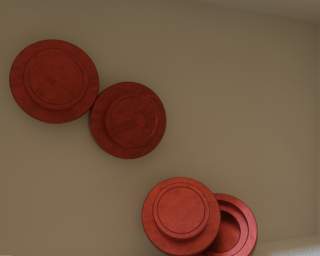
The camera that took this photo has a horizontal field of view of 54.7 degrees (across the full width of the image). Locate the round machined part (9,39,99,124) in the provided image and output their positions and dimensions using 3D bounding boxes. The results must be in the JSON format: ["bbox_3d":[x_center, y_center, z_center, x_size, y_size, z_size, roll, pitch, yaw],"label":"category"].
[{"bbox_3d":[-0.120,-0.054,0.357,0.099,0.042,0.097,0,90,-20],"label":"round machined part"}]

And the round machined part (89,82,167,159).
[{"bbox_3d":[-0.037,-0.009,0.388,0.099,0.042,0.097,0,90,-20],"label":"round machined part"}]

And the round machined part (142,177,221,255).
[{"bbox_3d":[0.026,0.107,0.385,0.099,0.042,0.098,-1,59,2],"label":"round machined part"}]

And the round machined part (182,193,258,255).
[{"bbox_3d":[0.078,0.140,0.411,0.098,0.098,0.042,-39,141,-16],"label":"round machined part"}]
